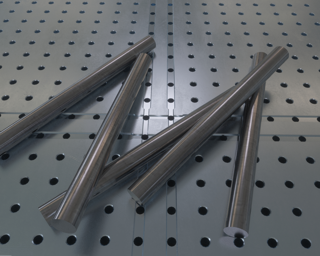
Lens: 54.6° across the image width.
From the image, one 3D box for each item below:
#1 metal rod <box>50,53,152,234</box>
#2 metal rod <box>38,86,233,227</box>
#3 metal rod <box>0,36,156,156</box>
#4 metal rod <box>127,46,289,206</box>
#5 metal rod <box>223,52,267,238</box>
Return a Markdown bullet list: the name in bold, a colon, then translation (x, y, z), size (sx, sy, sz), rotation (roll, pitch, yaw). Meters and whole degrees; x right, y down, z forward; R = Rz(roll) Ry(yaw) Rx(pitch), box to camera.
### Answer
- **metal rod**: translation (-0.057, -0.010, 0.393), size (0.025, 0.025, 0.301), rotation (10, 44, 8)
- **metal rod**: translation (-0.005, 0.022, 0.389), size (0.302, 0.025, 0.025), rotation (-32, 57, -24)
- **metal rod**: translation (-0.114, -0.059, 0.456), size (0.025, 0.025, 0.301), rotation (33, 57, 24)
- **metal rod**: translation (0.076, -0.016, 0.400), size (0.025, 0.025, 0.301), rotation (36, 65, 26)
- **metal rod**: translation (0.120, -0.003, 0.410), size (0.025, 0.025, 0.300), rotation (13, 51, 11)
